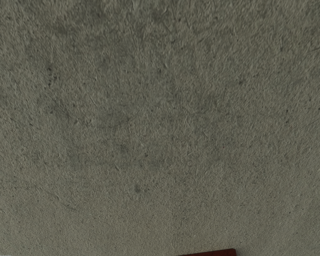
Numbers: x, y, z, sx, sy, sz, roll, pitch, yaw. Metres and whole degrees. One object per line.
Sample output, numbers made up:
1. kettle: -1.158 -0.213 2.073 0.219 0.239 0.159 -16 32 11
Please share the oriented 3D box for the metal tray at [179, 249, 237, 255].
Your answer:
1. metal tray: 0.102 0.301 0.661 0.131 0.030 0.090 -12 129 9
